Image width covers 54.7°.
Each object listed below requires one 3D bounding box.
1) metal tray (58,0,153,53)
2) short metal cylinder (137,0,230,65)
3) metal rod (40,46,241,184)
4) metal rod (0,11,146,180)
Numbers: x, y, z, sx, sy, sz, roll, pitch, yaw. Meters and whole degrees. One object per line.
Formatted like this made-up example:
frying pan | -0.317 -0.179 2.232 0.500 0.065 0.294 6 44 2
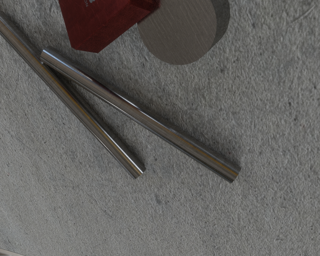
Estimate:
metal tray | -0.066 -0.153 0.307 0.090 0.030 0.129 -25 78 37
short metal cylinder | 0.024 -0.109 0.310 0.080 0.050 0.079 13 124 21
metal rod | -0.030 -0.021 0.409 0.301 0.025 0.025 33 129 6
metal rod | -0.129 -0.043 0.448 0.300 0.025 0.025 48 129 -6
